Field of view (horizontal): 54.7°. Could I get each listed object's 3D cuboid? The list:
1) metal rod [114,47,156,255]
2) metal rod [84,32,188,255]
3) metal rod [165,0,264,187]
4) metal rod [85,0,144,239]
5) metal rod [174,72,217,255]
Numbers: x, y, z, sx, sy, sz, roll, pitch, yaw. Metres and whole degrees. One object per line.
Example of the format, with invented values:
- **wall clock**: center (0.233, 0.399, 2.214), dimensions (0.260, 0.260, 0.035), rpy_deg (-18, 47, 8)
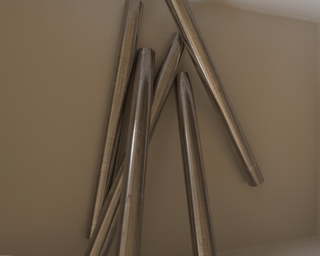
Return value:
- **metal rod**: center (-0.026, 0.037, 0.341), dimensions (0.025, 0.025, 0.299), rpy_deg (13, 63, -20)
- **metal rod**: center (-0.024, 0.014, 0.386), dimensions (0.025, 0.025, 0.299), rpy_deg (25, 76, -18)
- **metal rod**: center (0.078, -0.047, 0.421), dimensions (0.025, 0.025, 0.299), rpy_deg (-33, 107, -17)
- **metal rod**: center (-0.056, -0.013, 0.389), dimensions (0.025, 0.025, 0.298), rpy_deg (10, 87, -20)
- **metal rod**: center (0.041, 0.065, 0.358), dimensions (0.025, 0.025, 0.299), rpy_deg (5, 62, -20)
